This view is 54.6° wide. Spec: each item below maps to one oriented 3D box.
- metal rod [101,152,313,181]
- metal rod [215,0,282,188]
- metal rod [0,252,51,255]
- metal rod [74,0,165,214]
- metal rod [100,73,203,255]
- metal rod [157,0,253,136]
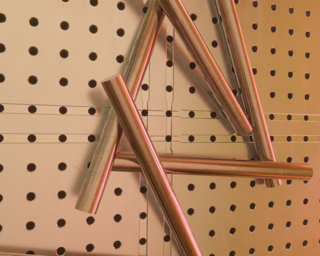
[{"bbox_3d":[0.072,0.053,0.422,0.302,0.025,0.025,5,89,-14],"label":"metal rod"},{"bbox_3d":[0.131,-0.056,0.460,0.025,0.025,0.299,-19,96,-19],"label":"metal rod"},{"bbox_3d":[-0.110,0.169,0.372,0.302,0.025,0.025,14,86,-20],"label":"metal rod"},{"bbox_3d":[-0.039,-0.046,0.381,0.025,0.025,0.299,22,76,-19],"label":"metal rod"},{"bbox_3d":[0.002,0.075,0.385,0.025,0.025,0.299,-30,110,-17],"label":"metal rod"},{"bbox_3d":[0.045,-0.111,0.408,0.025,0.025,0.300,-41,111,-15],"label":"metal rod"}]
